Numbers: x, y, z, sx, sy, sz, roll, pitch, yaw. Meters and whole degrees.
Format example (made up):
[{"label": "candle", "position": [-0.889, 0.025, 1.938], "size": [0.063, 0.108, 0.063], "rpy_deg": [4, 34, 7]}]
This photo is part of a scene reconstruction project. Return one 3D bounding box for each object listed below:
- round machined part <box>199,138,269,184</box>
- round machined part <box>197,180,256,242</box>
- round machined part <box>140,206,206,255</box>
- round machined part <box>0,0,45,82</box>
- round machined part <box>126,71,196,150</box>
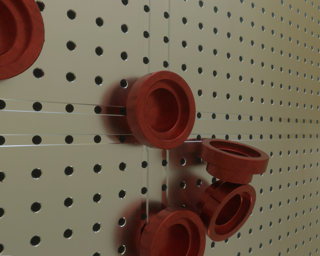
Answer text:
[{"label": "round machined part", "position": [0.106, 0.050, 0.456], "size": [0.099, 0.098, 0.042], "rpy_deg": [1, 106, -40]}, {"label": "round machined part", "position": [0.095, 0.117, 0.466], "size": [0.099, 0.042, 0.097], "rpy_deg": [-19, 125, -30]}, {"label": "round machined part", "position": [0.013, 0.153, 0.411], "size": [0.099, 0.042, 0.097], "rpy_deg": [0, 90, -40]}, {"label": "round machined part", "position": [-0.156, -0.087, 0.267], "size": [0.099, 0.042, 0.097], "rpy_deg": [1, 89, -41]}, {"label": "round machined part", "position": [-0.003, -0.022, 0.398], "size": [0.099, 0.042, 0.097], "rpy_deg": [0, 90, -40]}]
